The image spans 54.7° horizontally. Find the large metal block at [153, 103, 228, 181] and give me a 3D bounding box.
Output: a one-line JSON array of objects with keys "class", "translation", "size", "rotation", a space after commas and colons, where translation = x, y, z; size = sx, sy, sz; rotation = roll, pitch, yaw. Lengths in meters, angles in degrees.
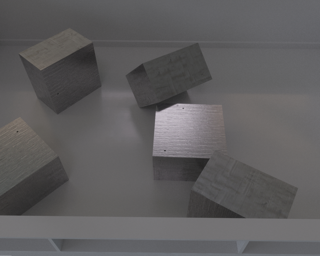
[{"class": "large metal block", "translation": [0.034, 0.017, 0.375], "size": [0.080, 0.050, 0.080], "rotation": [2, 50, 1]}]

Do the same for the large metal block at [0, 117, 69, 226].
[{"class": "large metal block", "translation": [-0.165, 0.046, 0.349], "size": [0.080, 0.050, 0.080], "rotation": [37, 59, 27]}]

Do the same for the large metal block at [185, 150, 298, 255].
[{"class": "large metal block", "translation": [0.075, 0.079, 0.303], "size": [0.080, 0.080, 0.050], "rotation": [25, 55, 19]}]

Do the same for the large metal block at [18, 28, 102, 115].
[{"class": "large metal block", "translation": [-0.135, -0.080, 0.435], "size": [0.050, 0.080, 0.080], "rotation": [35, 58, 26]}]

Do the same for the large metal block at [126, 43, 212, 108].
[{"class": "large metal block", "translation": [0.009, -0.069, 0.419], "size": [0.081, 0.080, 0.050], "rotation": [-25, 98, -20]}]
